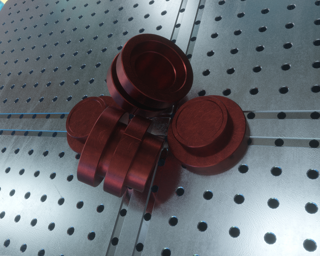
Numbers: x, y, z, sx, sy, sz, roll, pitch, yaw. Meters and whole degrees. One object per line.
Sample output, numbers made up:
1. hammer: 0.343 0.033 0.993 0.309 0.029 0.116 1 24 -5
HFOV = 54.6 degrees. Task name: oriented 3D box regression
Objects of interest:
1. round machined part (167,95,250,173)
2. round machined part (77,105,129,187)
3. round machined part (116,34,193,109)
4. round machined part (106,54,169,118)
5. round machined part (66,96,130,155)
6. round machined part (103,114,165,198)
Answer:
1. round machined part: 0.053 0.001 0.370 0.098 0.042 0.098 -13 56 21
2. round machined part: -0.056 0.026 0.370 0.042 0.098 0.098 22 71 3
3. round machined part: -0.010 -0.069 0.401 0.042 0.099 0.098 -41 35 56
4. round machined part: -0.026 -0.058 0.426 0.042 0.099 0.098 -41 35 56
5. round machined part: -0.097 -0.007 0.453 0.098 0.042 0.098 -13 56 21
6. round machined part: -0.026 0.037 0.365 0.042 0.098 0.098 23 71 3
